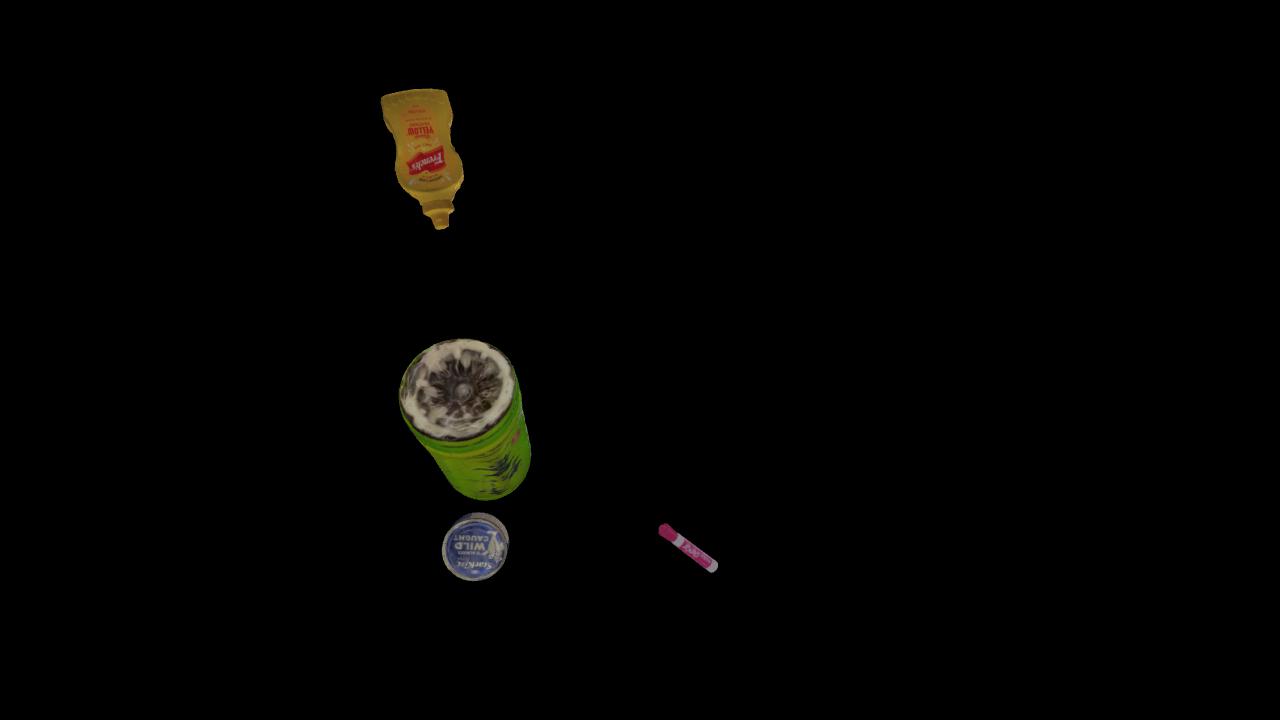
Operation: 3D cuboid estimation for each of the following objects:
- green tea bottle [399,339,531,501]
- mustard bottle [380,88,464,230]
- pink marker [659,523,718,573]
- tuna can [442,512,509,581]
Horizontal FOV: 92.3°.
[{"bbox_3d":[-0.117,0.059,0.450,0.073,0.073,0.212,0,-24,-8],"label":"green tea bottle"},{"bbox_3d":[-0.292,-0.272,0.849,0.092,0.184,0.054,-12,6,-17],"label":"mustard bottle"},{"bbox_3d":[0.069,0.272,0.891,0.121,0.020,0.020,42,-22,-26],"label":"pink marker"},{"bbox_3d":[-0.217,0.247,0.817,0.084,0.084,0.034,0,4,-6],"label":"tuna can"}]
